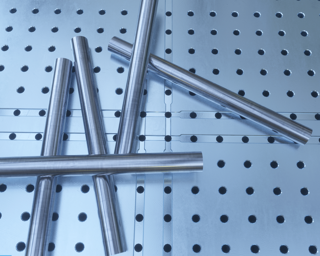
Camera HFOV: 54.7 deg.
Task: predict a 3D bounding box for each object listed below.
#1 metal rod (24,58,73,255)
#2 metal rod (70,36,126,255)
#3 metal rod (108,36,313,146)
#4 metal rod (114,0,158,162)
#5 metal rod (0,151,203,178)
[{"bbox_3d":[-0.141,0.046,0.393,0.025,0.025,0.299,1,70,0],"label":"metal rod"},{"bbox_3d":[-0.085,0.009,0.407,0.025,0.025,0.299,-12,71,-5],"label":"metal rod"},{"bbox_3d":[0.062,-0.055,0.432,0.301,0.025,0.025,27,72,9],"label":"metal rod"},{"bbox_3d":[-0.028,-0.090,0.419,0.025,0.025,0.299,8,79,2],"label":"metal rod"},{"bbox_3d":[-0.101,0.044,0.366,0.302,0.025,0.025,-2,70,-1],"label":"metal rod"}]
